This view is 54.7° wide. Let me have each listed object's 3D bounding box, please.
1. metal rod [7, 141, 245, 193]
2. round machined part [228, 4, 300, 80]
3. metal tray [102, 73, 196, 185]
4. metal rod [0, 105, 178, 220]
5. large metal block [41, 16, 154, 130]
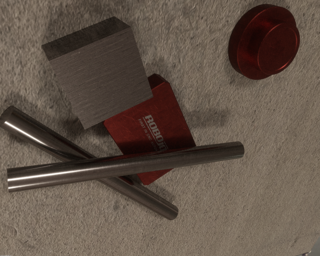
[{"bbox_3d":[-0.020,0.043,0.383,0.303,0.025,0.025,-5,121,-26],"label":"metal rod"},{"bbox_3d":[0.143,-0.109,0.409,0.099,0.042,0.097,-14,125,-21],"label":"round machined part"},{"bbox_3d":[-0.012,0.006,0.403,0.090,0.030,0.130,-33,129,-7],"label":"metal tray"},{"bbox_3d":[-0.069,0.063,0.409,0.025,0.025,0.301,-46,130,4],"label":"metal rod"},{"bbox_3d":[-0.063,-0.058,0.322,0.080,0.050,0.080,-27,128,-12],"label":"large metal block"}]
